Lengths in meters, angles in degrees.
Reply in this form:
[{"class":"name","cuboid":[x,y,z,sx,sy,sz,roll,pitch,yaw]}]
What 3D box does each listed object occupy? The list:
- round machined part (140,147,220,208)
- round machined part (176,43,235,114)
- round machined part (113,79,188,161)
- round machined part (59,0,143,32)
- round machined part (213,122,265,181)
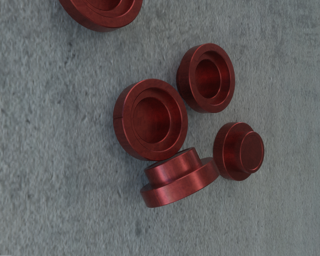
[{"class":"round machined part","cuboid":[0.020,0.056,0.379,0.099,0.098,0.042,-24,88,-38]},{"class":"round machined part","cuboid":[0.062,-0.070,0.448,0.099,0.042,0.097,0,90,-40]},{"class":"round machined part","cuboid":[-0.016,-0.008,0.379,0.099,0.042,0.097,5,83,-39]},{"class":"round machined part","cuboid":[-0.070,-0.153,0.336,0.099,0.042,0.097,0,90,-40]},{"class":"round machined part","cuboid":[0.136,0.039,0.510,0.099,0.042,0.097,0,90,-40]}]
